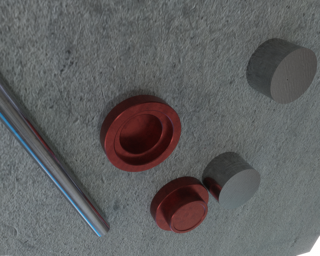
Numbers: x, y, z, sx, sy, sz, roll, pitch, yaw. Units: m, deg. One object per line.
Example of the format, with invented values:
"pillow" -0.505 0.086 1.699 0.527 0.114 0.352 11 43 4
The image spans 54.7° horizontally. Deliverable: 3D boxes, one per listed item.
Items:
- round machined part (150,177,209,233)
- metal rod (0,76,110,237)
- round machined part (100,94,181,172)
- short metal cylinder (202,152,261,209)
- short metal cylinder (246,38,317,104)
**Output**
"round machined part" 0.038 0.130 0.499 0.099 0.042 0.097 -14 125 -21
"metal rod" -0.129 0.038 0.360 0.025 0.025 0.299 -30 129 -10
"round machined part" -0.026 0.003 0.385 0.099 0.042 0.097 -14 125 -21
"short metal cylinder" 0.117 0.086 0.510 0.081 0.050 0.079 -14 125 -21
"short metal cylinder" 0.171 -0.080 0.437 0.081 0.050 0.079 -14 125 -21
